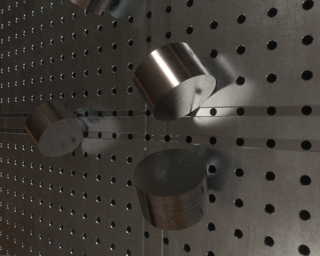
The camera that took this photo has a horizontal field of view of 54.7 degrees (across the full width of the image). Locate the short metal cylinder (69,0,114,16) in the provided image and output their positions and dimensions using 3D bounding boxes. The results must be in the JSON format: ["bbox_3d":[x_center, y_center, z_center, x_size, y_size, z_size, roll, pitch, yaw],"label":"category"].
[{"bbox_3d":[-0.105,-0.211,0.457,0.080,0.081,0.050,50,119,28],"label":"short metal cylinder"}]

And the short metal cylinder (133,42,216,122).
[{"bbox_3d":[0.017,-0.051,0.358,0.080,0.081,0.050,-45,63,30],"label":"short metal cylinder"}]

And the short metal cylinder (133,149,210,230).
[{"bbox_3d":[0.014,0.067,0.351,0.080,0.081,0.050,18,131,38],"label":"short metal cylinder"}]

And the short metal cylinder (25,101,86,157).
[{"bbox_3d":[-0.172,0.002,0.512,0.050,0.081,0.080,43,116,31],"label":"short metal cylinder"}]
